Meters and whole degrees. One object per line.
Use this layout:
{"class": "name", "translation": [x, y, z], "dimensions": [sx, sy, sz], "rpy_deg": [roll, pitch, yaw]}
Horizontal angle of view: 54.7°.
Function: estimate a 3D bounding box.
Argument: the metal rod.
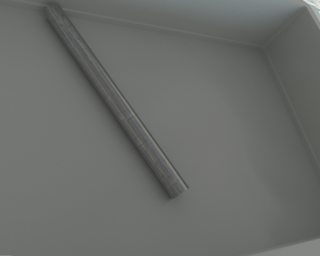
{"class": "metal rod", "translation": [-0.061, -0.041, 0.398], "dimensions": [0.025, 0.025, 0.299], "rpy_deg": [-28, 77, -38]}
